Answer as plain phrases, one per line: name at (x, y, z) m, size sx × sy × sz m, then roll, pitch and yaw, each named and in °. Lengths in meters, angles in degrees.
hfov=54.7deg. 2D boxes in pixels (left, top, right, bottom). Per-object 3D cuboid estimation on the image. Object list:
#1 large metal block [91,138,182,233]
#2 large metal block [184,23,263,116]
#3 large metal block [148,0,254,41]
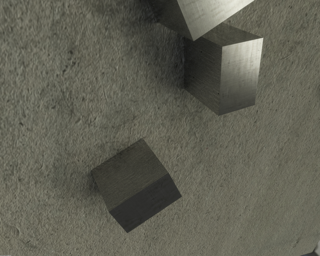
large metal block at (-0.032, 0.071, 0.398) m, size 0.080 × 0.080 × 0.050 m, roll -32°, pitch 129°, yaw -7°
large metal block at (0.069, -0.072, 0.364) m, size 0.050 × 0.080 × 0.079 m, roll -17°, pitch 125°, yaw -19°
large metal block at (0.037, -0.139, 0.305) m, size 0.080 × 0.080 × 0.050 m, roll -35°, pitch 129°, yaw -5°
